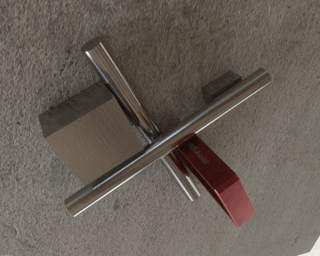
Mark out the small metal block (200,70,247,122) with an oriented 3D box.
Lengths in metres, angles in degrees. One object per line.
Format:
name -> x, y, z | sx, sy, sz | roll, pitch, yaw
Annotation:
small metal block -> 0.090, -0.044, 0.432 | 0.050, 0.025, 0.050 | -31, 129, -9

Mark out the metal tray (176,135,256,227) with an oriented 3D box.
metal tray -> 0.066, 0.059, 0.414 | 0.030, 0.130, 0.090 | -36, 129, -4

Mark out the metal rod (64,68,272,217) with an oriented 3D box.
metal rod -> 0.015, 0.014, 0.394 | 0.301, 0.025, 0.025 | -34, 129, -6

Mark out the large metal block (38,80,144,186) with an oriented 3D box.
large metal block -> -0.076, 0.005, 0.353 | 0.080, 0.050, 0.080 | -32, 129, -8

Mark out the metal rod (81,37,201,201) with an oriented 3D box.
metal rod -> -0.008, 0.011, 0.413 | 0.025, 0.025, 0.299 | -36, 130, -4
